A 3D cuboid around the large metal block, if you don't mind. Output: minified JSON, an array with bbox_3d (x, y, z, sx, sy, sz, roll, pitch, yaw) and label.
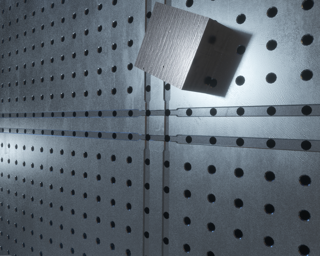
[{"bbox_3d":[0.025,-0.095,0.371,0.080,0.050,0.079,32,110,35],"label":"large metal block"}]
